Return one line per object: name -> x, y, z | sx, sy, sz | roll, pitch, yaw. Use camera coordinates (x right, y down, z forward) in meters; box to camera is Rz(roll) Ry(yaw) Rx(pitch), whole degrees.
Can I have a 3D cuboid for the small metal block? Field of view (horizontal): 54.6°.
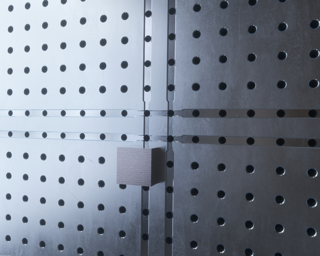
small metal block -> -0.031, 0.051, 0.424 | 0.050, 0.025, 0.050 | 1, 90, 20
